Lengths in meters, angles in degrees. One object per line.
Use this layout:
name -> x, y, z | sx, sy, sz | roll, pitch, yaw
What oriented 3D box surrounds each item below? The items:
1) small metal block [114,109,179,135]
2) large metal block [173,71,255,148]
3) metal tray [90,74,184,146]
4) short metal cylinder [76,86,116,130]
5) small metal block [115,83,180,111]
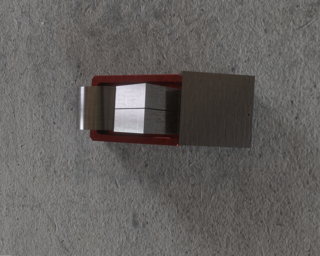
small metal block -> -0.015, -0.007, 0.346 | 0.050, 0.050, 0.025 | 3, 90, 46
large metal block -> 0.060, -0.020, 0.360 | 0.081, 0.050, 0.079 | 3, 91, -6
metal tray -> -0.029, -0.025, 0.417 | 0.130, 0.030, 0.089 | 2, 91, 19
short metal cylinder -> -0.063, -0.023, 0.390 | 0.080, 0.080, 0.050 | 1, 91, 20
small metal block -> -0.014, -0.033, 0.346 | 0.050, 0.050, 0.025 | 3, 90, 46
